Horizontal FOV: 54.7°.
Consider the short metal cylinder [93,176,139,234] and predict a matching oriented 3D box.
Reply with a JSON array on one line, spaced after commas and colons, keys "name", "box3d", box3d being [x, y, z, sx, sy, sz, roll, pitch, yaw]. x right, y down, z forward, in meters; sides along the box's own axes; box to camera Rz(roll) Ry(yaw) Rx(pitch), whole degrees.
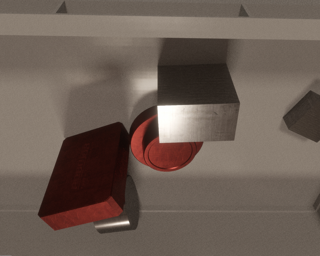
[{"name": "short metal cylinder", "box3d": [-0.066, 0.116, 0.471, 0.050, 0.080, 0.080, -9, 130, 7]}]

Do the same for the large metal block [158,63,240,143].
[{"name": "large metal block", "box3d": [0.039, -0.030, 0.348, 0.081, 0.080, 0.050, -2, 130, 1]}]

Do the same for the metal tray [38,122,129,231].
[{"name": "metal tray", "box3d": [-0.088, 0.054, 0.385, 0.090, 0.130, 0.030, -16, 128, 13]}]

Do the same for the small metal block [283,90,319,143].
[{"name": "small metal block", "box3d": [0.199, -0.014, 0.400, 0.050, 0.025, 0.050, 22, 127, -18]}]

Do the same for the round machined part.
[{"name": "round machined part", "box3d": [0.010, 0.019, 0.406, 0.099, 0.042, 0.097, -5, 128, -6]}]
